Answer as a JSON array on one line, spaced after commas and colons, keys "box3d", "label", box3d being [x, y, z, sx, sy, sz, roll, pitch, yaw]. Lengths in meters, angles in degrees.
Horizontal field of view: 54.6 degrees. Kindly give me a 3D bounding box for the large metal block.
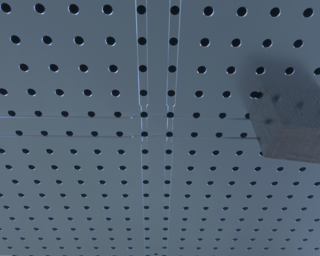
[{"box3d": [0.162, -0.006, 0.371, 0.080, 0.080, 0.050, 7, 130, -6], "label": "large metal block"}]
